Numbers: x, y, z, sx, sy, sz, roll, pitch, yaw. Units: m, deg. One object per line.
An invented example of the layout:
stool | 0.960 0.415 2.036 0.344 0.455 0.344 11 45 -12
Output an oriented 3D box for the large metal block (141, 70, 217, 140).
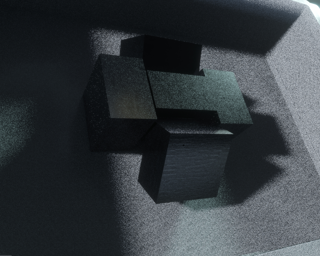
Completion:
large metal block | 0.010 -0.024 0.389 0.081 0.080 0.050 1 62 -28

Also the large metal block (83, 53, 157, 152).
large metal block | -0.050 -0.026 0.357 0.050 0.080 0.080 1 62 -28

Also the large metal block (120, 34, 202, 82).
large metal block | -0.003 -0.089 0.414 0.081 0.080 0.050 2 99 -28

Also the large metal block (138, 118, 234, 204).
large metal block | 0.027 0.035 0.353 0.081 0.079 0.050 1 19 -29

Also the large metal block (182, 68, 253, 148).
large metal block | 0.068 -0.022 0.419 0.050 0.080 0.080 1 62 -28
